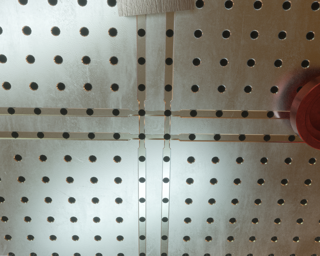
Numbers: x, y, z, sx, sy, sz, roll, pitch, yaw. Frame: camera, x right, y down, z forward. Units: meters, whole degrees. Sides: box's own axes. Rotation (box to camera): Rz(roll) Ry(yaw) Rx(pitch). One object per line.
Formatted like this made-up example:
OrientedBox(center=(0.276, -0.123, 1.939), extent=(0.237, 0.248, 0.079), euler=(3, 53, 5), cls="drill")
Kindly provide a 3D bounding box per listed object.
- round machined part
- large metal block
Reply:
OrientedBox(center=(0.217, -0.023, 0.399), extent=(0.099, 0.042, 0.097), euler=(0, 110, -1), cls="round machined part")
OrientedBox(center=(-0.008, -0.168, 0.338), extent=(0.080, 0.050, 0.079), euler=(-5, 110, 1), cls="large metal block")
